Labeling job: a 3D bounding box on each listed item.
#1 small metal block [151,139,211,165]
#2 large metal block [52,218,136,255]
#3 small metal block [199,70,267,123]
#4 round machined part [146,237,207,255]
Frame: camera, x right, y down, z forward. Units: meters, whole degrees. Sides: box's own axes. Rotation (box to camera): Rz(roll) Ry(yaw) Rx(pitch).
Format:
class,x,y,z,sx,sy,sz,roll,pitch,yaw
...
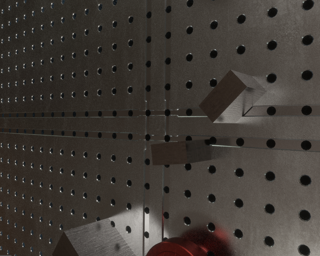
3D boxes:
class,x,y,z,sx,sy,sz,roll,pitch,yaw
small metal block,0.026,0.029,0.370,0.050,0.050,0.025,-8,85,39
large metal block,-0.094,0.186,0.449,0.080,0.081,0.050,44,116,31
small metal block,0.077,-0.031,0.328,0.050,0.050,0.025,-50,61,28
round machined part,0.029,0.181,0.372,0.098,0.042,0.097,0,90,39
